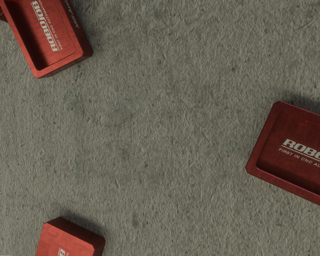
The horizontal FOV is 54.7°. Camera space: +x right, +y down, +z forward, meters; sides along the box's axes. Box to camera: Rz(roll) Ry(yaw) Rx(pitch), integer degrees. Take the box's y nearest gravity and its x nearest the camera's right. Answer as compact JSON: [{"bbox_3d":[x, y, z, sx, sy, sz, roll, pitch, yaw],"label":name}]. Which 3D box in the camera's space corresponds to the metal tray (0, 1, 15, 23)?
[{"bbox_3d":[-0.247,-0.246,0.493,0.090,0.030,0.130,-33,79,17],"label":"metal tray"}]

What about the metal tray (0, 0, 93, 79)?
[{"bbox_3d":[-0.165,-0.148,0.447,0.090,0.030,0.129,-21,98,18],"label":"metal tray"}]

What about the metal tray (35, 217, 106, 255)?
[{"bbox_3d":[-0.141,0.210,0.456,0.090,0.030,0.129,18,96,19],"label":"metal tray"}]

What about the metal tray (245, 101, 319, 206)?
[{"bbox_3d":[0.174,0.034,0.344,0.130,0.030,0.089,24,98,18],"label":"metal tray"}]
